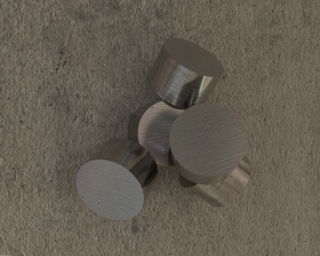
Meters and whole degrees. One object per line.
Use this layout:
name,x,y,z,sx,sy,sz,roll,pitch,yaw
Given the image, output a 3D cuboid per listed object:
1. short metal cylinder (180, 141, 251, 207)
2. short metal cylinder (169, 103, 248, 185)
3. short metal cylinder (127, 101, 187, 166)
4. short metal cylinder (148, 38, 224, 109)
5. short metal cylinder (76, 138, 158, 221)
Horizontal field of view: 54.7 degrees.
short metal cylinder,0.071,0.056,0.407,0.050,0.080,0.080,37,78,-17
short metal cylinder,0.052,0.019,0.345,0.080,0.050,0.080,-1,70,3
short metal cylinder,0.003,0.006,0.398,0.081,0.050,0.080,0,90,-21
short metal cylinder,0.031,-0.068,0.386,0.081,0.080,0.050,14,129,-20
short metal cylinder,-0.048,0.058,0.357,0.080,0.050,0.079,7,117,15
